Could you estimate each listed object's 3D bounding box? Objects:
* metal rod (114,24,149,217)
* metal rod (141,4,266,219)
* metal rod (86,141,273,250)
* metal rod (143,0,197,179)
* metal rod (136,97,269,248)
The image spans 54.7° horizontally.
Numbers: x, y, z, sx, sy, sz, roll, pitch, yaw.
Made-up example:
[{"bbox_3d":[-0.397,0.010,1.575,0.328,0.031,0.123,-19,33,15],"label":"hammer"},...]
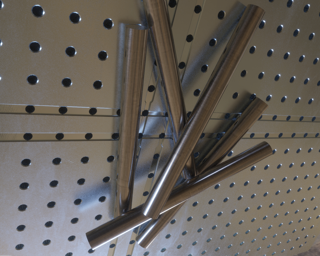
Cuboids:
[{"bbox_3d":[-0.042,0.022,0.403,0.025,0.025,0.298,-7,122,-25],"label":"metal rod"},{"bbox_3d":[0.053,-0.016,0.403,0.025,0.025,0.299,23,97,-37],"label":"metal rod"},{"bbox_3d":[0.037,0.093,0.457,0.302,0.025,0.025,-25,128,-14],"label":"metal rod"},{"bbox_3d":[0.016,-0.046,0.392,0.025,0.025,0.298,-24,128,-14],"label":"metal rod"},{"bbox_3d":[0.063,0.075,0.494,0.025,0.025,0.299,33,100,-39],"label":"metal rod"}]
